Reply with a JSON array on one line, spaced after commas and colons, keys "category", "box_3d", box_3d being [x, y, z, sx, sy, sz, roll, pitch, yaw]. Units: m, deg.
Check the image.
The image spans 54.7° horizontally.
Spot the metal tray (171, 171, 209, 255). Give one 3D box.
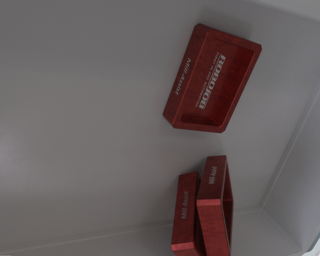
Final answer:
[{"category": "metal tray", "box_3d": [0.053, 0.139, 0.451, 0.030, 0.130, 0.090, -16, 123, 20]}]

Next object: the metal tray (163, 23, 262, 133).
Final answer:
[{"category": "metal tray", "box_3d": [0.067, -0.059, 0.405, 0.091, 0.030, 0.129, 6, 115, -31]}]

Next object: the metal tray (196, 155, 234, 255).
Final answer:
[{"category": "metal tray", "box_3d": [0.083, 0.106, 0.443, 0.030, 0.130, 0.089, -7, 109, 18]}]
